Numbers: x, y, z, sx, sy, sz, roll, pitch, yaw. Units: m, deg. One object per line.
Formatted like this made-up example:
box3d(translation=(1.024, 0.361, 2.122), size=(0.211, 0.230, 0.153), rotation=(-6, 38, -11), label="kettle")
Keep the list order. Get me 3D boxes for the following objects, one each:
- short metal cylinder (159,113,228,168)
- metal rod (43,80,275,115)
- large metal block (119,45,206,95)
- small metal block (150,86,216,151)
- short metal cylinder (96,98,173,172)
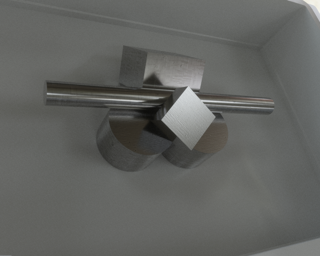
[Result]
box3d(translation=(0.042, 0.007, 0.408), size=(0.081, 0.050, 0.080), rotation=(14, 56, -21), label="short metal cylinder")
box3d(translation=(0.021, -0.033, 0.373), size=(0.303, 0.025, 0.025), rotation=(1, 62, -28), label="metal rod")
box3d(translation=(0.000, -0.074, 0.408), size=(0.081, 0.050, 0.080), rotation=(1, 18, -28), label="large metal block")
box3d(translation=(0.027, -0.011, 0.348), size=(0.050, 0.025, 0.050), rotation=(45, 70, -21), label="small metal block")
box3d(translation=(-0.030, 0.006, 0.370), size=(0.081, 0.050, 0.080), rotation=(14, 56, -21), label="short metal cylinder")
